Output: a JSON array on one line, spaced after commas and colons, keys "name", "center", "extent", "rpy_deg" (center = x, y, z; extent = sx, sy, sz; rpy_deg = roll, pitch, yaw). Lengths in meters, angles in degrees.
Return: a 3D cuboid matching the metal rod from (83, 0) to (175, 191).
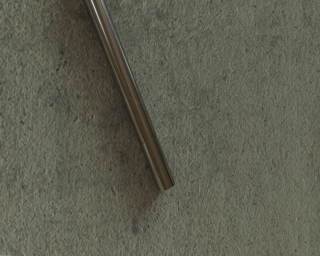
[{"name": "metal rod", "center": [-0.044, -0.060, 0.392], "extent": [0.025, 0.025, 0.299], "rpy_deg": [-23, 98, -18]}]
